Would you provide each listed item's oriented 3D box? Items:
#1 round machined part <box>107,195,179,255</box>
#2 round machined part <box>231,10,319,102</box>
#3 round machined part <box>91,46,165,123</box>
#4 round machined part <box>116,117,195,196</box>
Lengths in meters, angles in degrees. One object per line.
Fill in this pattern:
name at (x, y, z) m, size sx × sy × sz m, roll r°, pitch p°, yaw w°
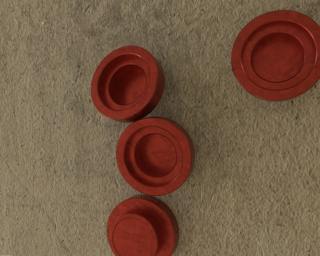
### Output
round machined part at (-0.028, 0.141, 0.410) m, size 0.098 × 0.042 × 0.097 m, roll 0°, pitch 90°, yaw 20°
round machined part at (0.134, -0.078, 0.353) m, size 0.098 × 0.042 × 0.097 m, roll 0°, pitch 90°, yaw 20°
round machined part at (-0.038, -0.054, 0.405) m, size 0.098 × 0.042 × 0.098 m, roll -6°, pitch 75°, yaw 24°
round machined part at (-0.003, 0.034, 0.398) m, size 0.098 × 0.042 × 0.097 m, roll 2°, pitch 96°, yaw 18°
